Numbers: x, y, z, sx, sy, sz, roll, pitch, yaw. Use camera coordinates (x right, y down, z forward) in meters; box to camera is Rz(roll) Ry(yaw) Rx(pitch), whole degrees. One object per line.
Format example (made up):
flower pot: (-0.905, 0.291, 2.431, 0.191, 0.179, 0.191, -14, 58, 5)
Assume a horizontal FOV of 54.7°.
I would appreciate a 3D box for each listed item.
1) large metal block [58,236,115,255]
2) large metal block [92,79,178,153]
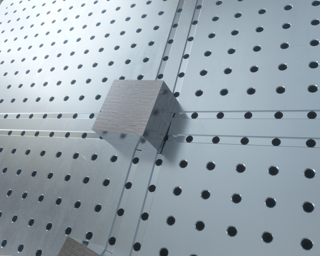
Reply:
large metal block: (-0.074, 0.172, 0.324, 0.080, 0.050, 0.080, 14, 69, 33)
large metal block: (-0.032, -0.018, 0.419, 0.080, 0.050, 0.080, 6, 65, 30)
